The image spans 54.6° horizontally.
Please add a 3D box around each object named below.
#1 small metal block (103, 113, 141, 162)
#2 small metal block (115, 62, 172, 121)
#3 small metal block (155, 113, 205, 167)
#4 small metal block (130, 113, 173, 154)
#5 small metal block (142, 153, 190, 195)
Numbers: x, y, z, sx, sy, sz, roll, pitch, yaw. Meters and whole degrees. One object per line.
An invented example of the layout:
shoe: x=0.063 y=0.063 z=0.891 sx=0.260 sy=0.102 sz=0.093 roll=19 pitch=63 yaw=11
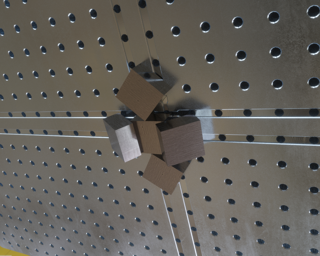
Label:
small metal block: x=-0.053 y=0.012 z=0.431 sx=0.050 sy=0.025 sz=0.050 roll=34 pitch=143 yaw=55
small metal block: x=-0.021 y=-0.046 z=0.395 sx=0.050 sy=0.025 sz=0.050 roll=40 pitch=129 yaw=2
small metal block: x=0.026 y=0.015 z=0.389 sx=0.050 sy=0.025 sz=0.050 roll=-16 pitch=116 yaw=-9
small metal block: x=-0.007 y=0.007 z=0.419 sx=0.050 sy=0.025 sz=0.050 roll=1 pitch=118 yaw=27
small metal block: x=0.008 y=0.060 z=0.444 sx=0.050 sy=0.025 sz=0.050 roll=31 pitch=129 yaw=10
